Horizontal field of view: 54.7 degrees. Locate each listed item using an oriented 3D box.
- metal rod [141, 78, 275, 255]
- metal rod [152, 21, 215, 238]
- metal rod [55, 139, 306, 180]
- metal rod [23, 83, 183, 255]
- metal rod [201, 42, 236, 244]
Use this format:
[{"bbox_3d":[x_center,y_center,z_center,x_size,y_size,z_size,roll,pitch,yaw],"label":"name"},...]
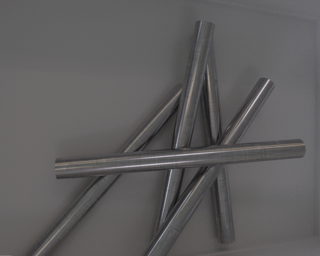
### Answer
[{"bbox_3d":[0.067,0.053,0.405,0.025,0.025,0.300,41,74,-16],"label":"metal rod"},{"bbox_3d":[0.028,0.014,0.401,0.025,0.025,0.298,10,94,-20],"label":"metal rod"},{"bbox_3d":[0.031,0.036,0.377,0.302,0.025,0.025,-4,92,-8],"label":"metal rod"},{"bbox_3d":[-0.063,0.058,0.387,0.025,0.025,0.300,45,76,-15],"label":"metal rod"},{"bbox_3d":[0.078,0.014,0.439,0.025,0.025,0.298,-8,93,-20],"label":"metal rod"}]
